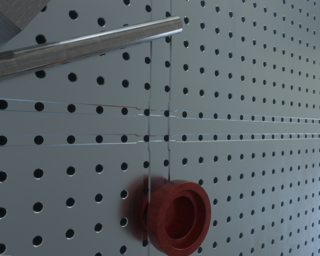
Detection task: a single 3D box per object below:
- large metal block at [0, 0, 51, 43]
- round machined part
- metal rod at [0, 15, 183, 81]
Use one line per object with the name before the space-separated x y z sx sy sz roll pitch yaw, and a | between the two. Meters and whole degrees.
large metal block | -0.139 -0.138 0.276 0.080 0.050 0.080 44 64 -31
round machined part | 0.021 0.118 0.415 0.099 0.042 0.097 0 90 -40
metal rod | -0.086 -0.087 0.336 0.302 0.025 0.025 -27 107 -37
